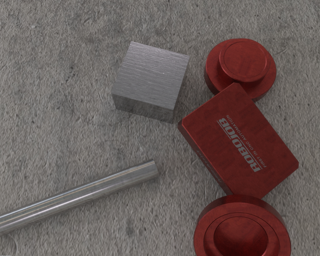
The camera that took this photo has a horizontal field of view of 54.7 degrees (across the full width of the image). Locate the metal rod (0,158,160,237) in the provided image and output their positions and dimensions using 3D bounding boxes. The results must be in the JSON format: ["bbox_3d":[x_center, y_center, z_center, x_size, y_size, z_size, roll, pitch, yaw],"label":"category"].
[{"bbox_3d":[-0.146,0.100,0.370,0.302,0.025,0.025,-20,71,-7],"label":"metal rod"}]

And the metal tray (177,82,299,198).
[{"bbox_3d":[0.095,0.021,0.383,0.090,0.030,0.130,-36,87,-12],"label":"metal tray"}]

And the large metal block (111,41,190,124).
[{"bbox_3d":[-0.011,-0.060,0.417,0.080,0.050,0.080,16,71,5],"label":"large metal block"}]

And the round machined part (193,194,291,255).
[{"bbox_3d":[0.088,0.118,0.341,0.098,0.042,0.097,3,103,12],"label":"round machined part"}]

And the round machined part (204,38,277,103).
[{"bbox_3d":[0.113,-0.085,0.431,0.099,0.042,0.098,0,70,0],"label":"round machined part"}]
